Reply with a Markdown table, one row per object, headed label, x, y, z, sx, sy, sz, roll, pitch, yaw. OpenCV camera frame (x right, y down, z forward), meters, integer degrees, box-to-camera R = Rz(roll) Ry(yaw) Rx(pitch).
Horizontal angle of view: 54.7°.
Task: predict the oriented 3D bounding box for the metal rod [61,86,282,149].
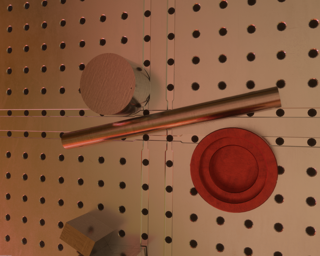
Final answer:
| label | x | y | z | sx | sy | sz | roll | pitch | yaw |
| --- | --- | --- | --- | --- | --- | --- | --- | --- | --- |
| metal rod | 0.001 | -0.009 | 0.412 | 0.301 | 0.025 | 0.025 | -12 | 86 | 19 |

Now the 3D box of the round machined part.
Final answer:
| label | x | y | z | sx | sy | sz | roll | pitch | yaw |
| --- | --- | --- | --- | --- | --- | --- | --- | --- | --- |
| round machined part | 0.089 | 0.048 | 0.372 | 0.098 | 0.042 | 0.097 | 0 | 90 | 20 |

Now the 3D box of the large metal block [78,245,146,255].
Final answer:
| label | x | y | z | sx | sy | sz | roll | pitch | yaw |
| --- | --- | --- | --- | --- | --- | --- | --- | --- | --- |
| large metal block | -0.064 | 0.209 | 0.422 | 0.080 | 0.050 | 0.080 | -4 | 89 | 19 |

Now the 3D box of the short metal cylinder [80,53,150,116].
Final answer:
| label | x | y | z | sx | sy | sz | roll | pitch | yaw |
| --- | --- | --- | --- | --- | --- | --- | --- | --- | --- |
| short metal cylinder | -0.060 | -0.056 | 0.420 | 0.080 | 0.050 | 0.079 | 0 | 90 | 20 |

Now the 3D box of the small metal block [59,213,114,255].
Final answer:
| label | x | y | z | sx | sy | sz | roll | pitch | yaw |
| --- | --- | --- | --- | --- | --- | --- | --- | --- | --- |
| small metal block | -0.102 | 0.149 | 0.435 | 0.050 | 0.050 | 0.025 | 26 | 98 | 18 |
